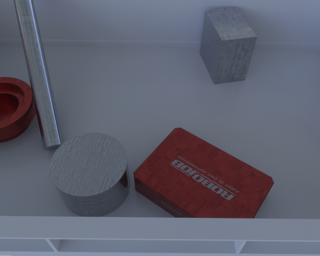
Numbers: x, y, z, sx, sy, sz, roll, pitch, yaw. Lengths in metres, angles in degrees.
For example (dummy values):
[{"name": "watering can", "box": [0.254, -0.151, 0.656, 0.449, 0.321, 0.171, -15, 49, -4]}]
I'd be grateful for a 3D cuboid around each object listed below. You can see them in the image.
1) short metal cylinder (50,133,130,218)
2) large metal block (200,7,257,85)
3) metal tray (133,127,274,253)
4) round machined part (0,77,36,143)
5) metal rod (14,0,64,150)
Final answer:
[{"name": "short metal cylinder", "box": [-0.075, 0.052, 0.345, 0.081, 0.050, 0.080, 0, 50, 0]}, {"name": "large metal block", "box": [0.101, -0.126, 0.477, 0.050, 0.080, 0.080, -9, 51, -8]}, {"name": "metal tray", "box": [0.047, 0.063, 0.349, 0.130, 0.030, 0.090, 30, 56, 22]}, {"name": "round machined part", "box": [-0.212, -0.020, 0.408, 0.099, 0.042, 0.098, 0, 50, 0]}, {"name": "metal rod", "box": [-0.172, -0.117, 0.415, 0.025, 0.025, 0.299, -14, 78, -11]}]
